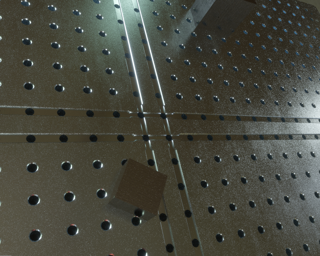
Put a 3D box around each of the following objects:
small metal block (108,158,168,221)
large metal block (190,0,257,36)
[{"bbox_3d":[-0.024,0.070,0.353,0.050,0.025,0.050,27,52,-12],"label":"small metal block"},{"bbox_3d":[0.116,-0.226,0.576,0.081,0.080,0.050,3,60,-27],"label":"large metal block"}]
